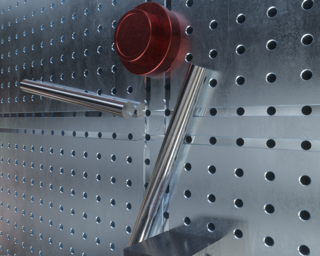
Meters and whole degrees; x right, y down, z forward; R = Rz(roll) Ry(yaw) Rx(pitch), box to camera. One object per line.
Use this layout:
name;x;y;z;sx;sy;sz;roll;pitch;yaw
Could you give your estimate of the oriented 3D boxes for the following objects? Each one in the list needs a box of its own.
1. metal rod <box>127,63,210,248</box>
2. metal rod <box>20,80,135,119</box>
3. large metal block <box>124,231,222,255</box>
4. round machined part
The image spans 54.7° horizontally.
metal rod;0.001;0.063;0.406;0.025;0.025;0.298;29;108;36
metal rod;-0.159;-0.056;0.537;0.300;0.025;0.025;15;100;38
large metal block;0.017;0.160;0.358;0.080;0.081;0.050;-6;86;39
round machined part;-0.024;-0.120;0.416;0.098;0.042;0.097;0;90;39
